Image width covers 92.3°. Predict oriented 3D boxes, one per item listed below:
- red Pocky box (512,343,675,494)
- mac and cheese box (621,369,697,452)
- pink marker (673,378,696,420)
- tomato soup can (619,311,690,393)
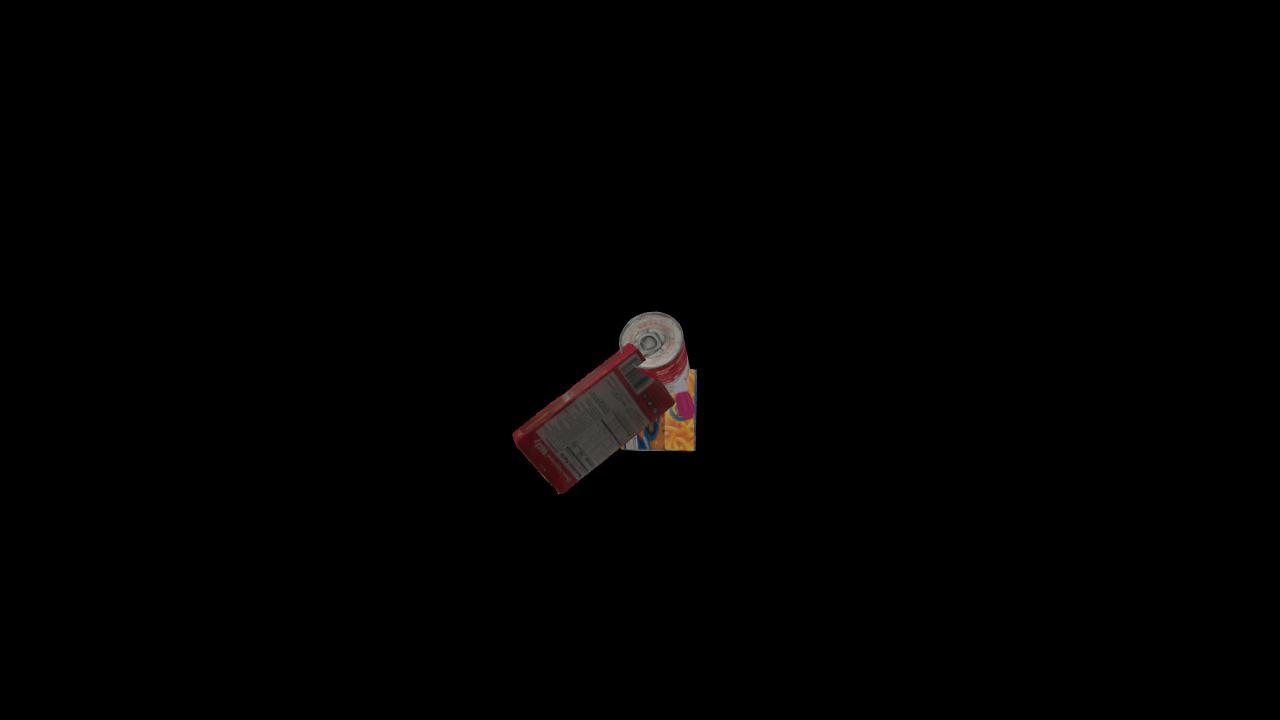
[{"bbox_3d":[-0.046,0.060,0.632,0.155,0.083,0.028,-38,28,-6],"label":"red Pocky box"},{"bbox_3d":[0.018,0.066,0.752,0.041,0.093,0.184,6,-10,-16],"label":"mac and cheese box"},{"bbox_3d":[0.037,0.007,0.671,0.020,0.121,0.020,-13,-20,-5],"label":"pink marker"},{"bbox_3d":[0.020,0.002,0.667,0.068,0.068,0.101,0,-28,11],"label":"tomato soup can"}]
